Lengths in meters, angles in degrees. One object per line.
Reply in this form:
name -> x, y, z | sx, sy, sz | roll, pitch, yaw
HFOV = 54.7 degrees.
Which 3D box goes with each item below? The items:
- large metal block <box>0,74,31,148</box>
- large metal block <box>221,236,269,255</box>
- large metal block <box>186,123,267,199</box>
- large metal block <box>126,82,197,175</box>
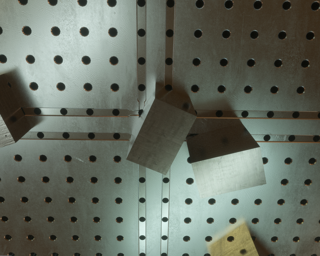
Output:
large metal block -> -0.227, -0.014, 0.392 | 0.080, 0.050, 0.080 | -17, 110, 6
large metal block -> 0.141, 0.234, 0.488 | 0.080, 0.050, 0.080 | -39, 106, 13
large metal block -> 0.081, 0.040, 0.400 | 0.080, 0.080, 0.050 | -14, 110, 4
large metal block -> 0.001, -0.002, 0.383 | 0.050, 0.080, 0.079 | 23, 108, -9
